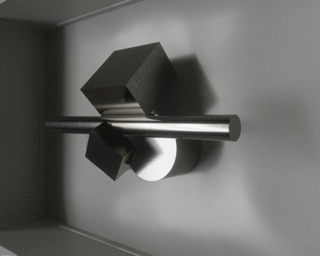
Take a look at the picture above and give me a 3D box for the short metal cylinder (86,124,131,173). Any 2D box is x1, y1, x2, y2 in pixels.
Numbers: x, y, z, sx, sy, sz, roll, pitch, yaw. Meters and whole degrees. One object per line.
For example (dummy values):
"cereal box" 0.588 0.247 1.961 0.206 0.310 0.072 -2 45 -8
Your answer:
"short metal cylinder" -0.059 0.021 0.435 0.080 0.050 0.079 0 90 39

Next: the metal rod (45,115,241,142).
"metal rod" -0.048 -0.003 0.377 0.300 0.025 0.025 1 91 39

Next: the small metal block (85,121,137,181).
"small metal block" -0.060 0.028 0.373 0.050 0.025 0.050 37 136 13

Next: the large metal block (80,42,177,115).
"large metal block" -0.038 -0.059 0.391 0.080 0.050 0.080 1 48 39

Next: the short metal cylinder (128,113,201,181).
"short metal cylinder" 0.003 0.022 0.385 0.080 0.050 0.079 0 90 39
